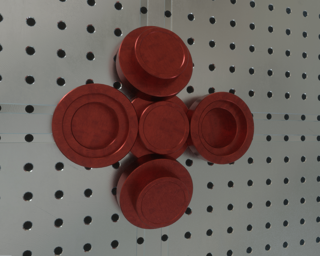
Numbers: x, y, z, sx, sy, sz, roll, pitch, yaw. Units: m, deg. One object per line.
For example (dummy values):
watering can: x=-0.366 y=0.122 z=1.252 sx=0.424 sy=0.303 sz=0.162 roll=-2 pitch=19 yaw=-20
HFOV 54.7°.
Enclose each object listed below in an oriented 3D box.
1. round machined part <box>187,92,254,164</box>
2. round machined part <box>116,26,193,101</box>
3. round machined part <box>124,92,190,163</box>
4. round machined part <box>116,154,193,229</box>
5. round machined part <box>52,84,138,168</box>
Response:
round machined part: x=0.078 y=0.000 z=0.433 sx=0.099 sy=0.042 sz=0.097 roll=0 pitch=90 yaw=-21
round machined part: x=-0.003 y=-0.086 z=0.391 sx=0.099 sy=0.042 sz=0.098 roll=5 pitch=74 yaw=-17
round machined part: x=-0.001 y=-0.001 z=0.403 sx=0.099 sy=0.042 sz=0.097 roll=0 pitch=90 yaw=-21
round machined part: x=-0.002 y=0.085 z=0.391 sx=0.099 sy=0.042 sz=0.097 roll=-6 pitch=107 yaw=-19
round machined part: x=-0.079 y=-0.003 z=0.374 sx=0.099 sy=0.042 sz=0.097 roll=0 pitch=90 yaw=-21
